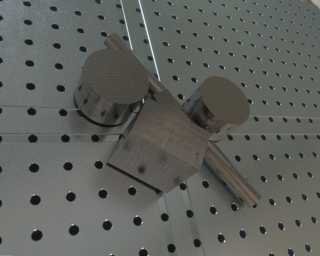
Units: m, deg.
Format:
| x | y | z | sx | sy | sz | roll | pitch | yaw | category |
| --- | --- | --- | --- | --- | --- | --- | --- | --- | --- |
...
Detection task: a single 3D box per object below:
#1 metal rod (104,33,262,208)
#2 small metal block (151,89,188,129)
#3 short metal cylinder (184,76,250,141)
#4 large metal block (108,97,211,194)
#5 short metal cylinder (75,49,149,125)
| x | y | z | sx | sy | sz | roll | pitch | yaw | category |
| --- | --- | --- | --- | --- | --- | --- | --- | --- | --- |
| 0.027 | -0.015 | 0.427 | 0.300 | 0.025 | 0.025 | 49 | 51 | 6 | metal rod |
| 0.003 | -0.013 | 0.396 | 0.025 | 0.050 | 0.050 | -23 | 75 | -36 | small metal block |
| 0.081 | -0.028 | 0.448 | 0.081 | 0.050 | 0.080 | 14 | 56 | -21 | short metal cylinder |
| -0.002 | 0.023 | 0.352 | 0.080 | 0.080 | 0.050 | 30 | 53 | -9 | large metal block |
| -0.060 | -0.051 | 0.386 | 0.081 | 0.050 | 0.080 | 14 | 56 | -21 | short metal cylinder |
